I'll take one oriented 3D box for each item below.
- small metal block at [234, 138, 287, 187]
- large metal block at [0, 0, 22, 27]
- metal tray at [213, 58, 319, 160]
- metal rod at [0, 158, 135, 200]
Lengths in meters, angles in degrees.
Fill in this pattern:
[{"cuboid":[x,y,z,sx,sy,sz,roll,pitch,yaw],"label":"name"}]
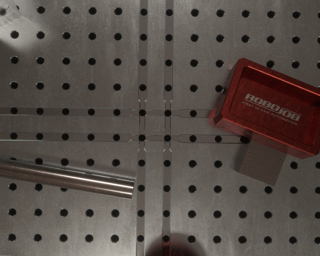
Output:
[{"cuboid":[0.135,0.044,0.415,0.050,0.025,0.050,21,90,-1],"label":"small metal block"},{"cuboid":[-0.230,-0.176,0.383,0.050,0.080,0.080,-29,90,0],"label":"large metal block"},{"cuboid":[0.146,-0.025,0.400,0.131,0.030,0.090,22,73,-1],"label":"metal tray"},{"cuboid":[-0.184,0.057,0.410,0.302,0.025,0.025,10,90,-1],"label":"metal rod"}]
